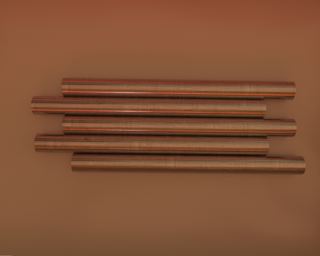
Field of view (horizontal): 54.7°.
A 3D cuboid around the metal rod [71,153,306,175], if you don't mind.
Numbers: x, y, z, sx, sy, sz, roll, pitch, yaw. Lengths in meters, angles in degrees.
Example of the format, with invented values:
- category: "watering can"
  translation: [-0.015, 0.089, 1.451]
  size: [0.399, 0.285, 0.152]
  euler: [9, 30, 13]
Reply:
- category: "metal rod"
  translation: [0.037, 0.048, 0.411]
  size: [0.302, 0.025, 0.025]
  euler: [1, 90, -1]

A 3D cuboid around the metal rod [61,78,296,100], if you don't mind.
- category: "metal rod"
  translation: [0.025, -0.052, 0.410]
  size: [0.302, 0.025, 0.025]
  euler: [1, 90, -1]

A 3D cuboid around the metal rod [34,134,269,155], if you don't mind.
- category: "metal rod"
  translation: [-0.010, 0.022, 0.410]
  size: [0.302, 0.025, 0.025]
  euler: [1, 90, -1]

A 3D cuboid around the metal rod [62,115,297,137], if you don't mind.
- category: "metal rod"
  translation: [0.026, -0.002, 0.410]
  size: [0.302, 0.025, 0.025]
  euler: [1, 90, -1]

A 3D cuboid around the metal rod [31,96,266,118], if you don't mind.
- category: "metal rod"
  translation: [-0.014, -0.028, 0.410]
  size: [0.302, 0.025, 0.025]
  euler: [1, 90, -1]
